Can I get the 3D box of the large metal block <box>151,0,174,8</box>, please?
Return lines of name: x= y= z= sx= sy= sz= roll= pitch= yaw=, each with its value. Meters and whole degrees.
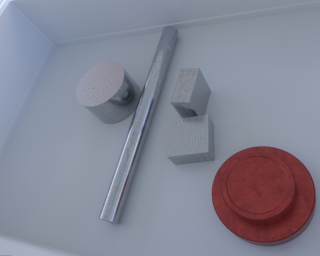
large metal block: x=0.015 y=-0.272 z=0.550 sx=0.080 sy=0.050 sz=0.080 roll=-18 pitch=55 yaw=17

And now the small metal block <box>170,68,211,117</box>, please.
small metal block: x=0.040 y=-0.040 z=0.392 sx=0.025 sy=0.050 sz=0.050 roll=4 pitch=64 yaw=29

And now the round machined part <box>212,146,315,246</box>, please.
round machined part: x=0.098 y=0.062 z=0.305 sx=0.098 sy=0.042 sz=0.098 roll=-13 pitch=56 yaw=20

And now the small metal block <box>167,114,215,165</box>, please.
small metal block: x=0.038 y=0.015 z=0.376 sx=0.050 sy=0.025 sz=0.050 roll=-9 pitch=58 yaw=23

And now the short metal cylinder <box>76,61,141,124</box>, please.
short metal cylinder: x=-0.076 y=-0.053 z=0.460 sx=0.080 sy=0.050 sz=0.080 roll=-13 pitch=56 yaw=20

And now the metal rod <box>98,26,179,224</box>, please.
metal rod: x=-0.022 y=-0.021 z=0.428 sx=0.025 sy=0.025 sz=0.300 roll=3 pitch=63 yaw=29
